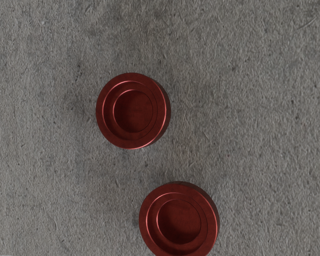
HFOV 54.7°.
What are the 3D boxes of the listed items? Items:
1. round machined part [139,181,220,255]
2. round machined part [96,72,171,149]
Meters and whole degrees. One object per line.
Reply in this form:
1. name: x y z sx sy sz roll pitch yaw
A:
1. round machined part: 0.026 0.115 0.390 0.098 0.042 0.097 0 90 20
2. round machined part: -0.032 -0.022 0.411 0.098 0.042 0.097 0 90 20
